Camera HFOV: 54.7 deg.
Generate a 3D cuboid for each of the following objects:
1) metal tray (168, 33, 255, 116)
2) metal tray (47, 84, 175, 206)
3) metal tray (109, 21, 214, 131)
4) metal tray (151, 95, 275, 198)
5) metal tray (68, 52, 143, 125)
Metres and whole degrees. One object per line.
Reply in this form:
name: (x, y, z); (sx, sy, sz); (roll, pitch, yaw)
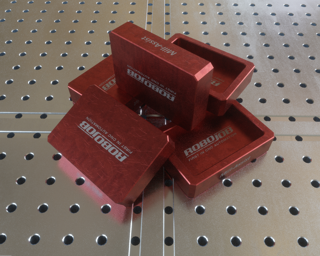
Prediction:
metal tray: (0.052, -0.079, 0.432); (0.130, 0.030, 0.090); (29, 56, 22)
metal tray: (-0.059, 0.017, 0.365); (0.130, 0.030, 0.090); (35, 83, 25)
metal tray: (-0.002, -0.063, 0.378); (0.130, 0.089, 0.030); (33, 58, 24)
metal tray: (0.064, 0.017, 0.389); (0.131, 0.030, 0.090); (-27, 55, -21)
metal tray: (-0.056, -0.068, 0.460); (0.090, 0.030, 0.131); (32, 56, 23)
